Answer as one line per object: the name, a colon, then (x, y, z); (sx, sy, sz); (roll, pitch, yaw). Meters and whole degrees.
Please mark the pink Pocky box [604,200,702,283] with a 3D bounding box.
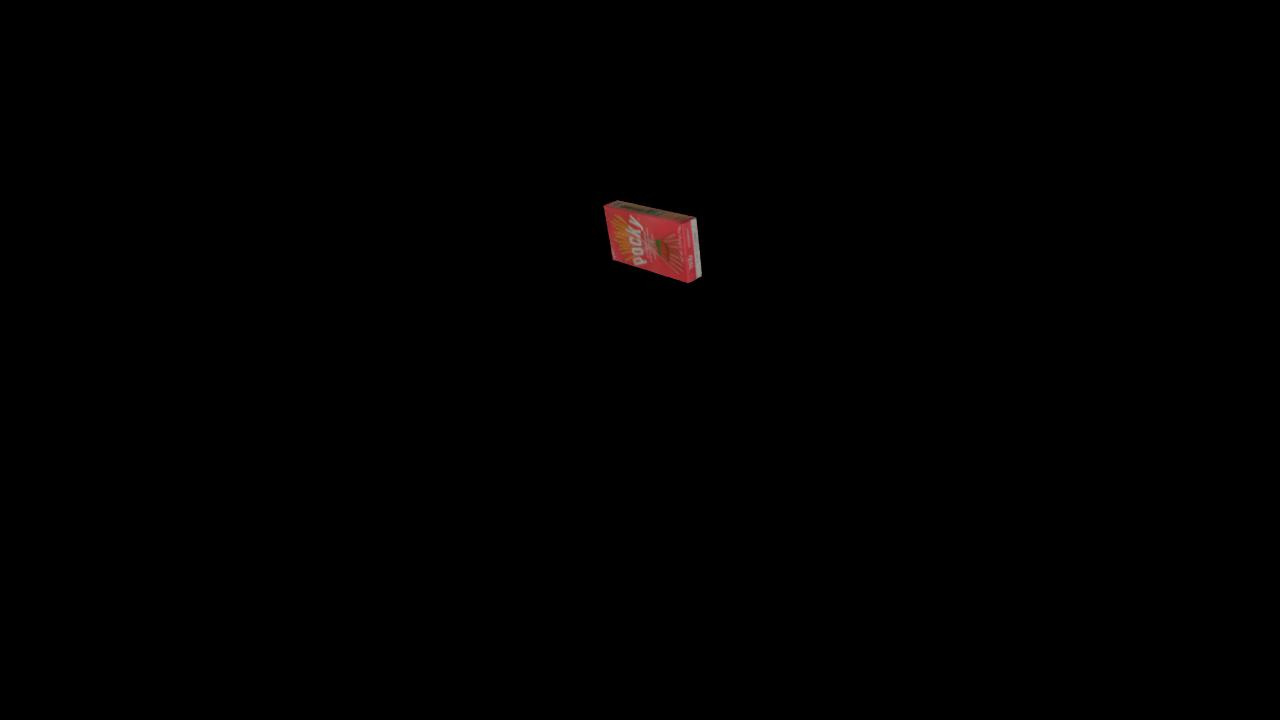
pink Pocky box: (0.015, -0.161, 0.826); (0.029, 0.084, 0.155); (-32, 39, -32)
